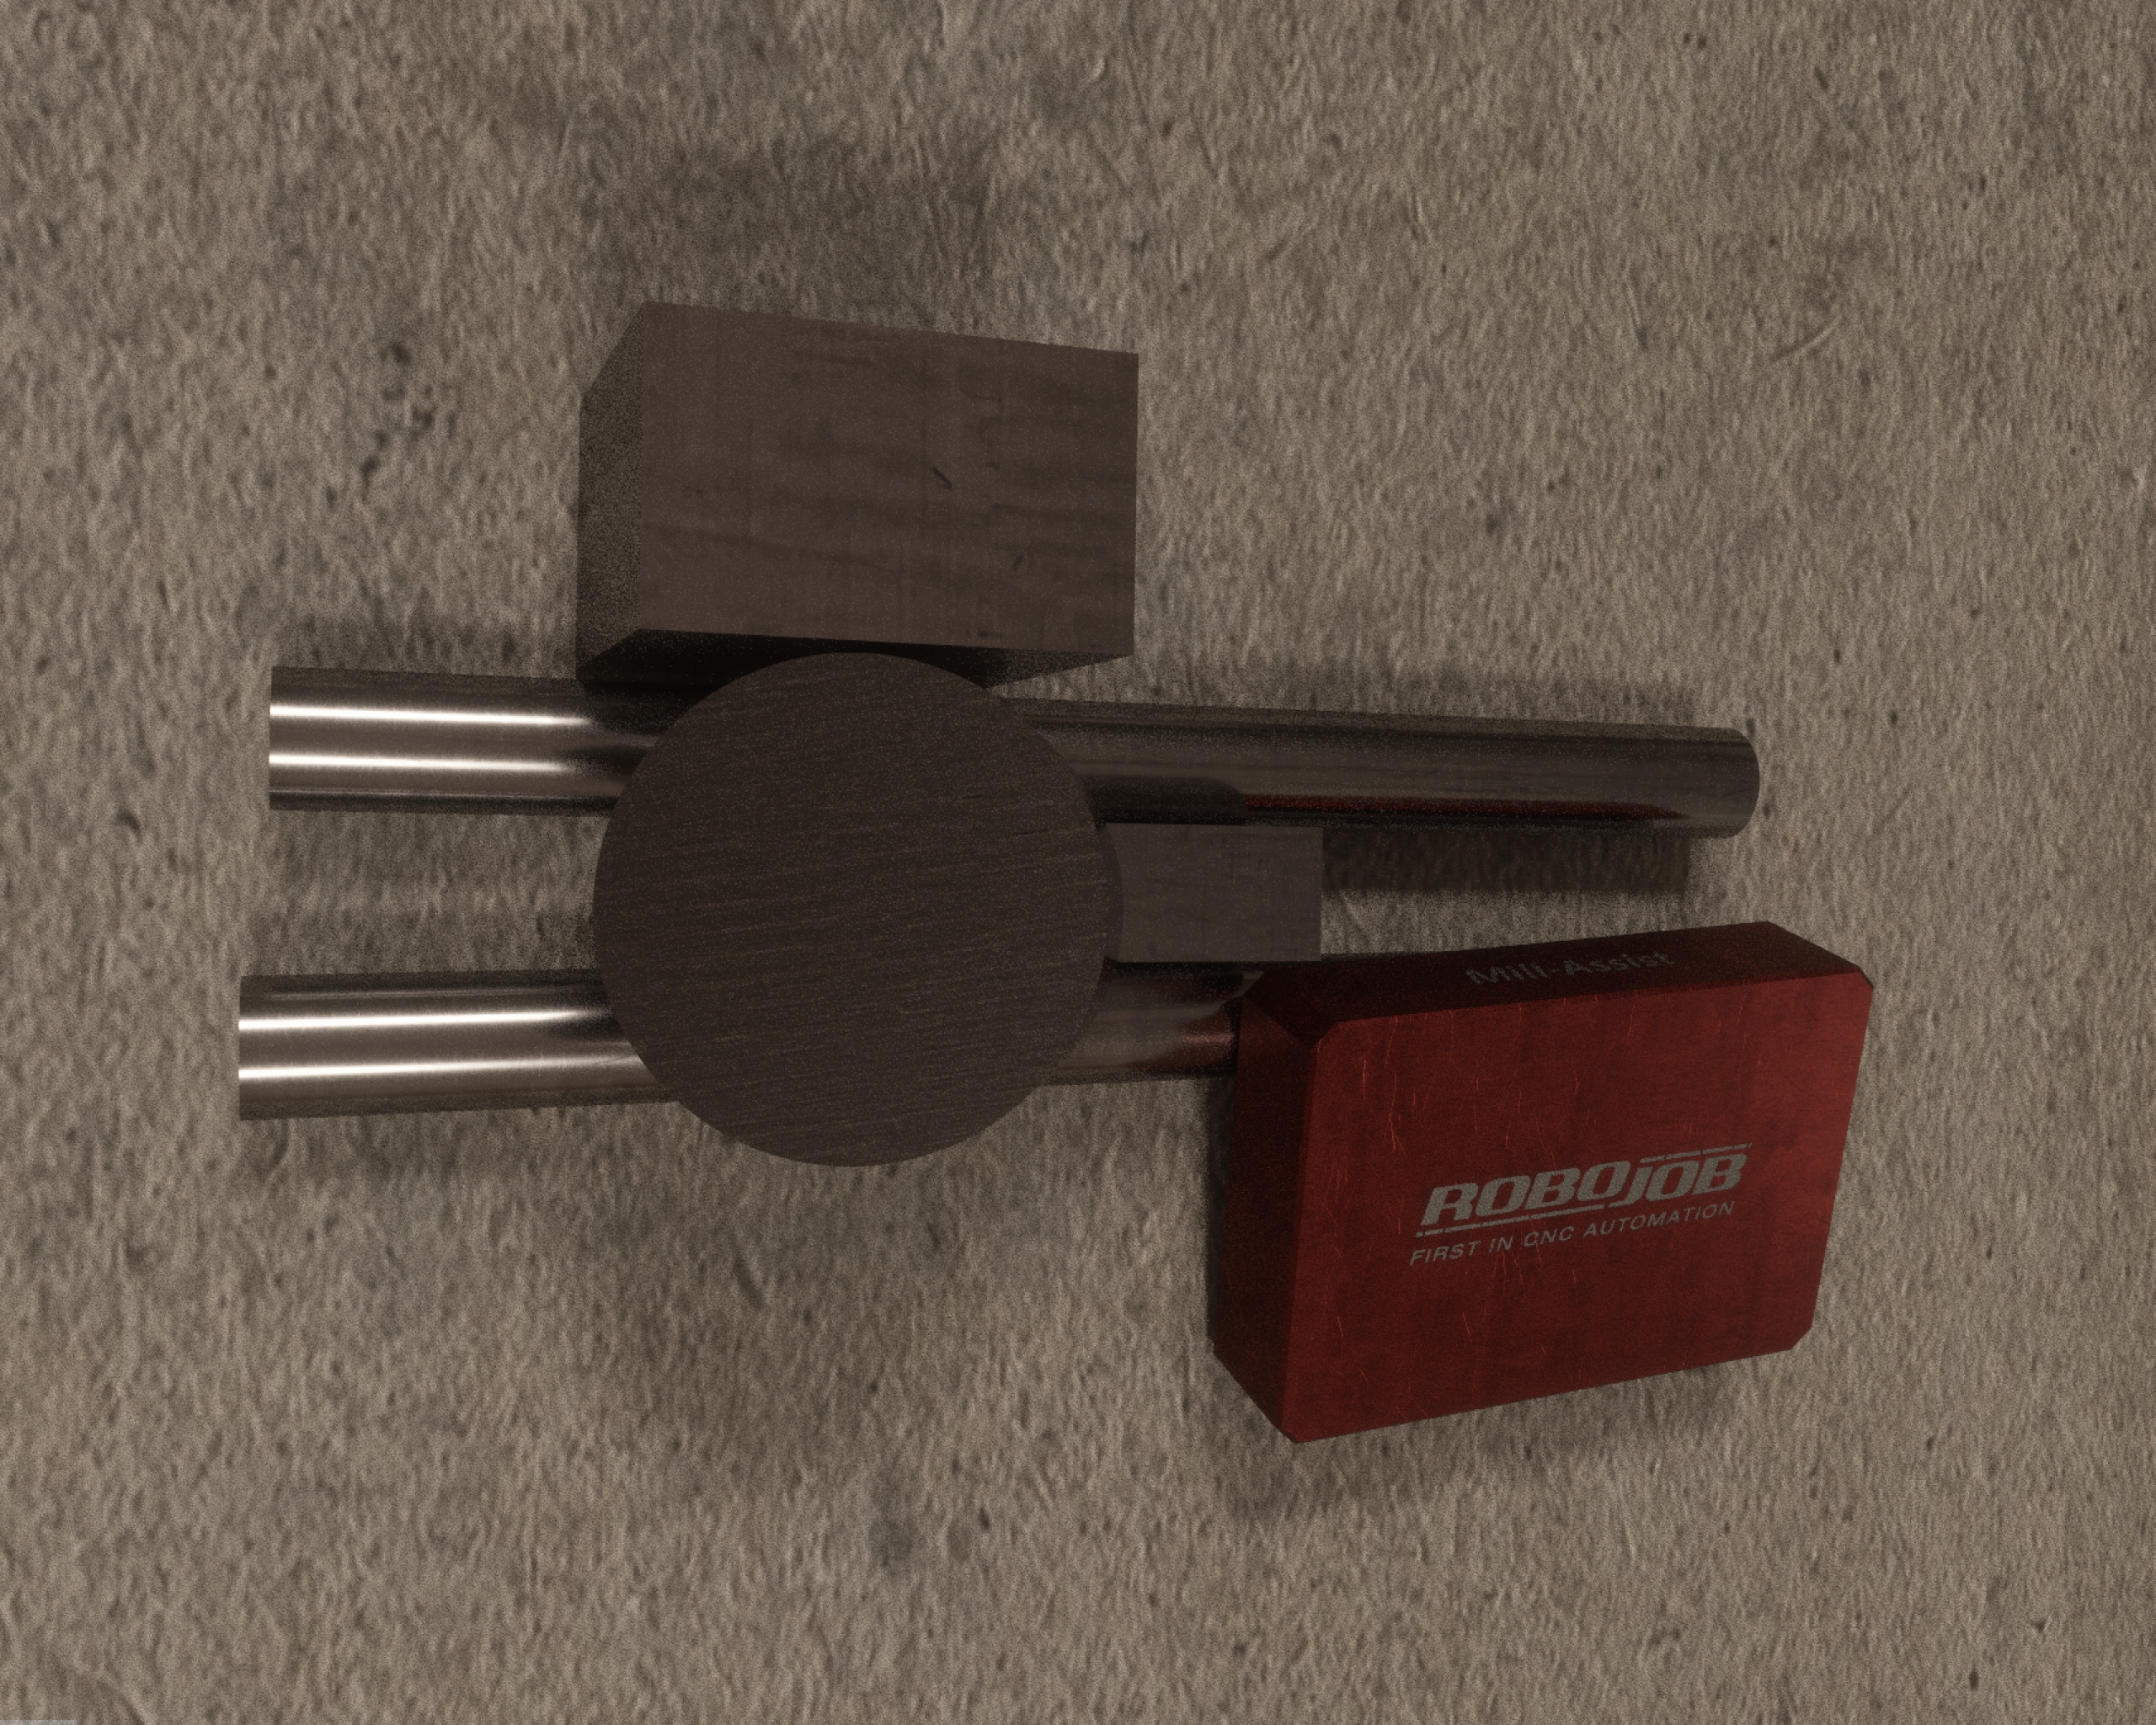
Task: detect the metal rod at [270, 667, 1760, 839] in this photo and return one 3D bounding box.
[{"bbox_3d":[0.003,-0.020,0.412,0.303,0.025,0.025,1,90,-21],"label":"metal rod"}]

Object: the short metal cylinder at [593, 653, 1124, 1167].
[{"bbox_3d":[-0.034,0.008,0.347,0.080,0.050,0.079,0,88,3],"label":"short metal cylinder"}]

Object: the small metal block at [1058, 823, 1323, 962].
[{"bbox_3d":[0.013,0.005,0.402,0.050,0.050,0.025,1,90,-20],"label":"small metal block"}]

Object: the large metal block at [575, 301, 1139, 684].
[{"bbox_3d":[-0.042,-0.060,0.367,0.081,0.080,0.050,1,90,-20],"label":"large metal block"}]

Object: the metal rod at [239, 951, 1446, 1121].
[{"bbox_3d":[-0.002,0.031,0.411,0.303,0.025,0.025,0,90,-21],"label":"metal rod"}]

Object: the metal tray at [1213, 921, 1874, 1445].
[{"bbox_3d":[0.096,0.063,0.430,0.131,0.030,0.089,-4,109,-22],"label":"metal tray"}]
